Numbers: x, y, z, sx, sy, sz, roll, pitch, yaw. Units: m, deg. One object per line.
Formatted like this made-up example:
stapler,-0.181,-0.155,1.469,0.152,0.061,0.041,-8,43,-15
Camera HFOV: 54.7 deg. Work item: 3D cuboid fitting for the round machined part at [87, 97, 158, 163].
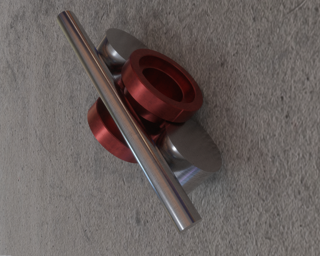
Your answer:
round machined part,-0.037,-0.008,0.385,0.042,0.099,0.098,-45,64,26

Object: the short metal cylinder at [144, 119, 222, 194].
short metal cylinder,0.023,0.030,0.350,0.050,0.081,0.080,-46,63,30

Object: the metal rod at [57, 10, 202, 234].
metal rod,-0.047,-0.026,0.339,0.025,0.025,0.299,-47,62,29

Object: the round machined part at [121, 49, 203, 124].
round machined part,-0.002,-0.043,0.359,0.042,0.099,0.098,-49,61,34

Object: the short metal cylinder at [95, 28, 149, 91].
short metal cylinder,-0.049,-0.085,0.408,0.050,0.081,0.080,-46,63,30
